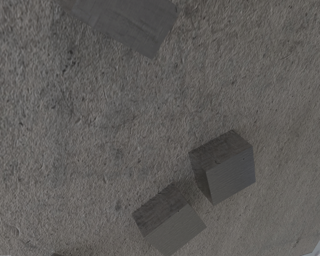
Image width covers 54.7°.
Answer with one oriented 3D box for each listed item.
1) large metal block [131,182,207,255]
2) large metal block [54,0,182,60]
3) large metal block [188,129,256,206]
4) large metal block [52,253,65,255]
[{"bbox_3d":[0.016,0.147,0.490,0.080,0.050,0.080,-37,129,-3],"label":"large metal block"},{"bbox_3d":[-0.041,-0.112,0.279,0.080,0.080,0.050,21,107,-36],"label":"large metal block"},{"bbox_3d":[0.098,0.062,0.482,0.080,0.050,0.080,-27,128,-12],"label":"large metal block"},{"bbox_3d":[-0.146,0.242,0.461,0.080,0.050,0.080,-49,129,6],"label":"large metal block"}]
